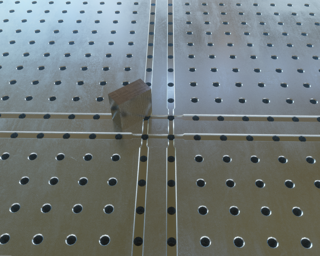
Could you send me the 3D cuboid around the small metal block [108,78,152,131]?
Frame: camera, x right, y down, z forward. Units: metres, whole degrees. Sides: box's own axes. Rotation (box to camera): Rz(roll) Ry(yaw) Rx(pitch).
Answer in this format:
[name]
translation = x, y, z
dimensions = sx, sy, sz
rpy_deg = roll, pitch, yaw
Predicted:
[small metal block]
translation = -0.039, -0.031, 0.418
dimensions = 0.050, 0.050, 0.025
rpy_deg = -30, 56, -23
